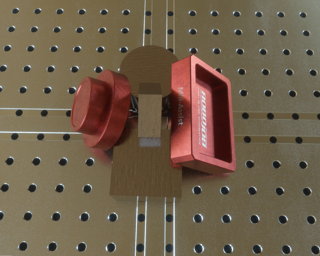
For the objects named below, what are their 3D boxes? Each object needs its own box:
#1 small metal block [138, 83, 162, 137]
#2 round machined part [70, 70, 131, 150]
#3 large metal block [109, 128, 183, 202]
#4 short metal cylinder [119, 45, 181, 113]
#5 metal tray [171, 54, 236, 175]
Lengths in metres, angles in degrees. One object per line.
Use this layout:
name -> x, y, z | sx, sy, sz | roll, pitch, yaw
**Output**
small metal block -> -0.012, -0.022, 0.361 | 0.025, 0.050, 0.050 | 1, 112, -3
round machined part -> -0.077, -0.024, 0.377 | 0.042, 0.098, 0.098 | 14, 67, -31
large metal block -> -0.015, 0.047, 0.381 | 0.080, 0.050, 0.080 | 2, 70, 1
short metal cylinder -> -0.012, -0.064, 0.421 | 0.081, 0.050, 0.080 | 0, 70, 0
metal tray -> 0.055, -0.014, 0.384 | 0.030, 0.090, 0.130 | -17, 63, 40
